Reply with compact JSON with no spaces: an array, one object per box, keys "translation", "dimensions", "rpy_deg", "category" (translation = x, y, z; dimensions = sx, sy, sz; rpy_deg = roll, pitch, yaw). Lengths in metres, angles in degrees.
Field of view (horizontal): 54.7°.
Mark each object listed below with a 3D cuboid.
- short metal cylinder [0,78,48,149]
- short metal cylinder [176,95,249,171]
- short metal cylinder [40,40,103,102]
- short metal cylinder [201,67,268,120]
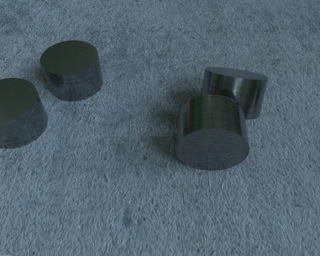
[{"translation":[-0.194,-0.020,0.402],"dimensions":[0.080,0.050,0.080],"rpy_deg":[0,50,0],"category":"short metal cylinder"},{"translation":[0.060,0.007,0.362],"dimensions":[0.080,0.080,0.050],"rpy_deg":[3,50,3],"category":"short metal cylinder"},{"translation":[-0.128,-0.085,0.457],"dimensions":[0.080,0.050,0.080],"rpy_deg":[0,50,0],"category":"short metal cylinder"},{"translation":[0.095,-0.047,0.405],"dimensions":[0.081,0.050,0.080],"rpy_deg":[7,19,-2],"category":"short metal cylinder"}]
